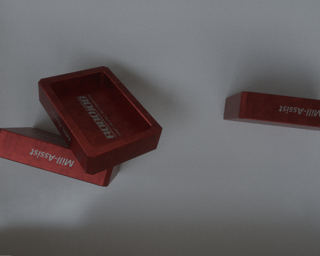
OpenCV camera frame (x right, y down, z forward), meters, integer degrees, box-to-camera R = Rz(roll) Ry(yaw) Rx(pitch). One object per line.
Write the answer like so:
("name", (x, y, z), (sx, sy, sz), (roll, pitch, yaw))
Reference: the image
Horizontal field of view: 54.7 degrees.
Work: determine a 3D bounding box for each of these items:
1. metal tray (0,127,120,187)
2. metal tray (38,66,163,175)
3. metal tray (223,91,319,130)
("metal tray", (-0.116, 0.032, 0.377), (0.131, 0.090, 0.030), (16, 91, -1))
("metal tray", (-0.071, -0.016, 0.356), (0.091, 0.030, 0.130), (-20, 54, -33))
("metal tray", (0.153, -0.018, 0.380), (0.131, 0.090, 0.030), (7, 90, -1))
